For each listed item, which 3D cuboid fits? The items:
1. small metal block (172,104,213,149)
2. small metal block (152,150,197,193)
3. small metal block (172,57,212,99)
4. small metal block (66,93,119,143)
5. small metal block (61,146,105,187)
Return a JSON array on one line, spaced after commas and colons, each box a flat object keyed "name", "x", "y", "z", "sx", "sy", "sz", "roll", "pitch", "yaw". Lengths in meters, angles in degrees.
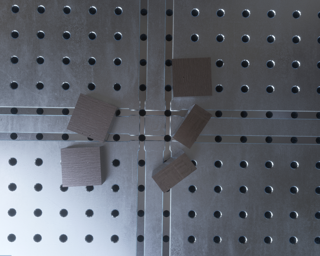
[{"name": "small metal block", "x": 0.040, "y": -0.002, "z": 0.401, "sx": 0.025, "sy": 0.050, "sz": 0.050, "roll": 34, "pitch": 90, "yaw": 0}, {"name": "small metal block", "x": 0.017, "y": 0.054, "z": 0.401, "sx": 0.050, "sy": 0.050, "sz": 0.025, "roll": -37, "pitch": 90, "yaw": 0}, {"name": "small metal block", "x": 0.042, "y": -0.066, "z": 0.414, "sx": 0.050, "sy": 0.025, "sz": 0.050, "roll": -2, "pitch": 90, "yaw": -1}, {"name": "small metal block", "x": -0.088, "y": -0.013, "z": 0.412, "sx": 0.050, "sy": 0.025, "sz": 0.050, "roll": 21, "pitch": 90, "yaw": -1}, {"name": "small metal block", "x": -0.102, "y": 0.050, "z": 0.412, "sx": 0.050, "sy": 0.025, "sz": 0.050, "roll": -3, "pitch": 90, "yaw": -1}]
